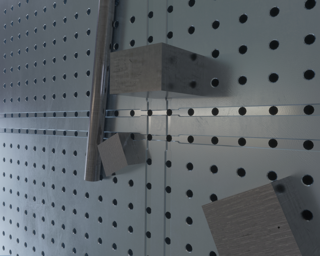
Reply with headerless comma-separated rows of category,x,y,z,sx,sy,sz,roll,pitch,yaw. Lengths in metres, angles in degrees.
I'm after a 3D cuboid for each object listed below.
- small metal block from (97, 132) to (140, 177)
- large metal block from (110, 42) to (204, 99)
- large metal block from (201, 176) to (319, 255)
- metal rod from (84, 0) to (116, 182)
small metal block,-0.062,0.039,0.461,0.050,0.025,0.050,-30,71,36
large metal block,-0.003,-0.065,0.376,0.080,0.081,0.050,2,91,40
large metal block,0.100,0.102,0.310,0.080,0.050,0.080,-30,71,36
metal rod,-0.094,-0.065,0.487,0.025,0.025,0.298,10,96,39
